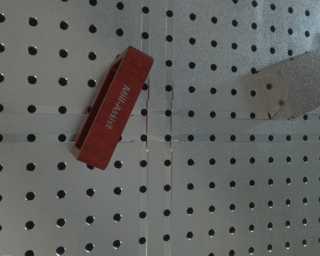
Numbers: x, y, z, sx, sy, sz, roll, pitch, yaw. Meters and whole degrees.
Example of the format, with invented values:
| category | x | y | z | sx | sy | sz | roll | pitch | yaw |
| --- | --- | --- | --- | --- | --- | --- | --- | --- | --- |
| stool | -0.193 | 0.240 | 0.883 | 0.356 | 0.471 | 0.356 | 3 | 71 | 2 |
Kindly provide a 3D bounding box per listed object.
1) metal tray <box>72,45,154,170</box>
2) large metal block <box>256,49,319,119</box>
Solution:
| category | x | y | z | sx | sy | sz | roll | pitch | yaw |
| --- | --- | --- | --- | --- | --- | --- | --- | --- | --- |
| metal tray | -0.058 | -0.022 | 0.356 | 0.030 | 0.090 | 0.130 | 26 | 82 | -18 |
| large metal block | 0.206 | -0.065 | 0.475 | 0.081 | 0.050 | 0.080 | -23 | 98 | -19 |
